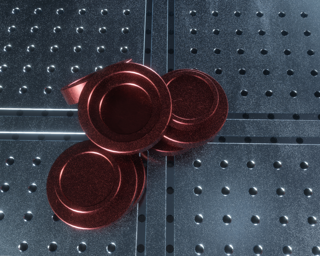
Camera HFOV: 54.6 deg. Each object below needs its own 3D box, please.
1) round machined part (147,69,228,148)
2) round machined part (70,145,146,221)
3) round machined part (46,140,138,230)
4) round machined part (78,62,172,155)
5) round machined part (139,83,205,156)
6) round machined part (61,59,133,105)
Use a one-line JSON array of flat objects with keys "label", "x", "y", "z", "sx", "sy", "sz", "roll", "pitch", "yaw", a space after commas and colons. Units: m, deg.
[{"label": "round machined part", "x": 0.032, "y": -0.029, "z": 0.368, "sx": 0.099, "sy": 0.042, "sz": 0.098, "roll": 0, "pitch": 69, "yaw": 0}, {"label": "round machined part", "x": -0.066, "y": 0.057, "z": 0.359, "sx": 0.099, "sy": 0.042, "sz": 0.098, "roll": 0, "pitch": 70, "yaw": 0}, {"label": "round machined part", "x": -0.074, "y": 0.059, "z": 0.336, "sx": 0.099, "sy": 0.042, "sz": 0.098, "roll": 0, "pitch": 70, "yaw": 0}, {"label": "round machined part", "x": -0.036, "y": -0.019, "z": 0.341, "sx": 0.098, "sy": 0.042, "sz": 0.098, "roll": -1, "pitch": 78, "yaw": 3}, {"label": "round machined part", "x": 0.010, "y": -0.017, "z": 0.387, "sx": 0.099, "sy": 0.042, "sz": 0.098, "roll": 0, "pitch": 70, "yaw": 0}, {"label": "round machined part", "x": -0.073, "y": -0.051, "z": 0.401, "sx": 0.098, "sy": 0.098, "sz": 0.042, "roll": -26, "pitch": 107, "yaw": -9}]
